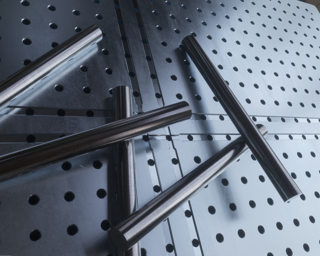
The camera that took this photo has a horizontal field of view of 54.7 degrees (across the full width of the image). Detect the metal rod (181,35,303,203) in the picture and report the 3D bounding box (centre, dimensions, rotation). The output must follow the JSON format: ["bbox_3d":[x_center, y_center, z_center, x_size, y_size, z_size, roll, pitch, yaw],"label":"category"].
[{"bbox_3d":[0.107,-0.031,0.457,0.025,0.025,0.299,-7,56,-32],"label":"metal rod"}]

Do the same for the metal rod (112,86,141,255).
[{"bbox_3d":[-0.037,0.082,0.339,0.025,0.025,0.299,8,58,-24],"label":"metal rod"}]

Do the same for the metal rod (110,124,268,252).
[{"bbox_3d":[0.061,0.055,0.391,0.302,0.025,0.025,-27,77,-43],"label":"metal rod"}]

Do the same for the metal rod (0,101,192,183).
[{"bbox_3d":[-0.094,0.020,0.323,0.302,0.025,0.025,-18,72,-28],"label":"metal rod"}]

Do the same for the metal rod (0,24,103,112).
[{"bbox_3d":[-0.165,-0.044,0.346,0.025,0.025,0.301,40,51,-2],"label":"metal rod"}]
